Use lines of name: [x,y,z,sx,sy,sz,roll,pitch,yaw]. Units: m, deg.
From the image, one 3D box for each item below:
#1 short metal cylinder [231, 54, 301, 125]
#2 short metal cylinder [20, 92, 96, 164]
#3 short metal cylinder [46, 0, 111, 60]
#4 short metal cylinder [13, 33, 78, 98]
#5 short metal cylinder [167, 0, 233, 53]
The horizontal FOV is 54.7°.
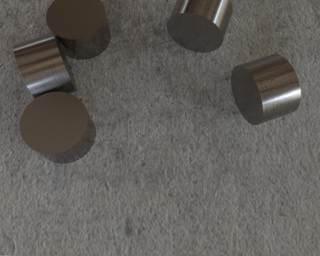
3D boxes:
short metal cylinder: [0.133,-0.049,0.399,0.050,0.080,0.080,-19,71,-7]
short metal cylinder: [-0.127,0.001,0.393,0.081,0.050,0.080,0,70,0]
short metal cylinder: [-0.115,-0.147,0.447,0.081,0.050,0.080,0,70,0]
short metal cylinder: [-0.148,-0.078,0.406,0.050,0.080,0.080,-21,72,-8]
short metal cylinder: [0.056,-0.151,0.435,0.080,0.080,0.050,18,71,6]
